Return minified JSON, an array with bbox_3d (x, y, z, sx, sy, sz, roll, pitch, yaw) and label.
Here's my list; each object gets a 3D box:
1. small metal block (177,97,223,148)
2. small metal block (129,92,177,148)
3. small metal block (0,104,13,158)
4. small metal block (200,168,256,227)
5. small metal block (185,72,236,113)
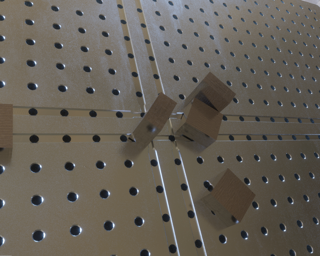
[{"bbox_3d":[0.058,-0.008,0.444,0.050,0.025,0.050,30,52,-9],"label":"small metal block"},{"bbox_3d":[-0.009,-0.010,0.393,0.025,0.050,0.050,35,51,-6],"label":"small metal block"},{"bbox_3d":[-0.177,0.002,0.312,0.050,0.025,0.050,1,61,-27],"label":"small metal block"},{"bbox_3d":[0.088,0.089,0.400,0.050,0.025,0.050,45,51,3],"label":"small metal block"},{"bbox_3d":[0.075,-0.046,0.460,0.050,0.050,0.025,41,51,0],"label":"small metal block"}]
